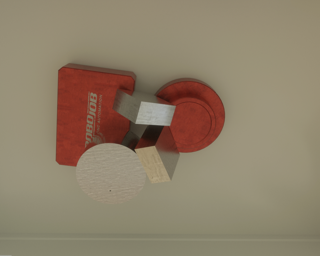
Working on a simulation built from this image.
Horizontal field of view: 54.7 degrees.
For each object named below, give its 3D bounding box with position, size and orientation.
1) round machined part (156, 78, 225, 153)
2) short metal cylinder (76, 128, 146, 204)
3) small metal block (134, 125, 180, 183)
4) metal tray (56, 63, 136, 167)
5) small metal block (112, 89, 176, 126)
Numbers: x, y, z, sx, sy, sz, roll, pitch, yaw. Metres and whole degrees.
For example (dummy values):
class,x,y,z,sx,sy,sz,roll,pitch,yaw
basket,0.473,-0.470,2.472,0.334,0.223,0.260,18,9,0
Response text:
class,x,y,z,sx,sy,sz,roll,pitch,yaw
round machined part,0.034,-0.012,0.396,0.099,0.042,0.097,0,110,-1
short metal cylinder,-0.057,0.045,0.380,0.081,0.050,0.079,0,110,-1
small metal block,-0.001,0.029,0.365,0.025,0.050,0.050,-12,118,24
metal tray,-0.083,-0.012,0.399,0.091,0.030,0.129,7,110,-3
small metal block,-0.019,-0.024,0.360,0.050,0.050,0.025,3,109,-41
